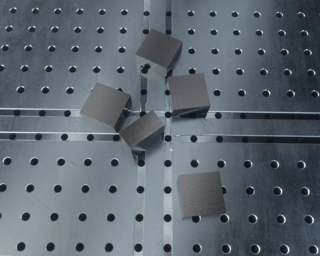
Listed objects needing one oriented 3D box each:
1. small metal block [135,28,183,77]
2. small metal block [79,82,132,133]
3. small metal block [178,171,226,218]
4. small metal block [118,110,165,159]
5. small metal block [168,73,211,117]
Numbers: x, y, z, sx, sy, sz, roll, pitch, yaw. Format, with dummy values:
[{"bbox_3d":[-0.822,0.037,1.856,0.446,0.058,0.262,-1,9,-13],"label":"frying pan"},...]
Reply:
[{"bbox_3d":[-0.001,-0.110,0.452,0.050,0.025,0.050,26,72,8],"label":"small metal block"},{"bbox_3d":[-0.072,-0.028,0.421,0.050,0.025,0.050,22,71,7],"label":"small metal block"},{"bbox_3d":[0.050,0.083,0.382,0.050,0.025,0.050,-5,70,-2],"label":"small metal block"},{"bbox_3d":[-0.022,0.009,0.395,0.050,0.050,0.025,-35,74,-12],"label":"small metal block"},{"bbox_3d":[0.039,-0.046,0.429,0.050,0.025,0.050,-7,70,-3],"label":"small metal block"}]
